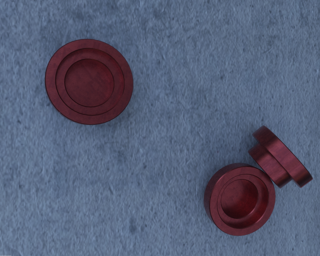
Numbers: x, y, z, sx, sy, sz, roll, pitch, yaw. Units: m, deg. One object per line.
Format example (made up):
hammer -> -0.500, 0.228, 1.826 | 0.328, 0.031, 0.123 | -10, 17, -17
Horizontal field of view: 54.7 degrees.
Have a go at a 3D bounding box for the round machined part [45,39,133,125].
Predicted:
round machined part -> -0.085, -0.052, 0.369 | 0.099, 0.042, 0.097 | 0, 90, -21

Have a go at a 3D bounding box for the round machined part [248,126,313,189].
round machined part -> 0.163, 0.046, 0.438 | 0.042, 0.098, 0.098 | -41, 105, 10

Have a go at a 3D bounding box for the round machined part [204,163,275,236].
round machined part -> 0.107, 0.097, 0.436 | 0.099, 0.042, 0.097 | -2, 97, -14
